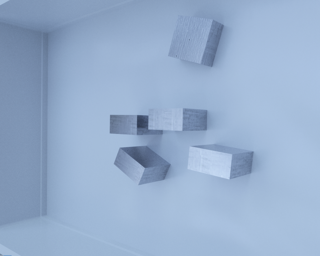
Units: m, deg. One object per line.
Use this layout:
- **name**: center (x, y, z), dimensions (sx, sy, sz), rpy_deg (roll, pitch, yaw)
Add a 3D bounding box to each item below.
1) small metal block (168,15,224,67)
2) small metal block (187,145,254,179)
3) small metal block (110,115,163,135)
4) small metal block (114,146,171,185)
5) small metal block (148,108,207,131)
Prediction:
- **small metal block**: center (0.042, -0.104, 0.372), dimensions (0.050, 0.025, 0.050), rpy_deg (24, 105, 37)
- **small metal block**: center (0.066, 0.035, 0.336), dimensions (0.050, 0.050, 0.025), rpy_deg (9, 96, 39)
- **small metal block**: center (-0.032, -0.004, 0.417), dimensions (0.050, 0.050, 0.025), rpy_deg (2, 92, 40)
- **small metal block**: center (-0.023, 0.048, 0.410), dimensions (0.050, 0.050, 0.025), rpy_deg (34, 111, 35)
- **small metal block**: center (0.022, -0.010, 0.373), dimensions (0.050, 0.050, 0.025), rpy_deg (2, 92, 40)
